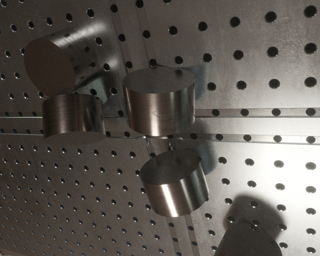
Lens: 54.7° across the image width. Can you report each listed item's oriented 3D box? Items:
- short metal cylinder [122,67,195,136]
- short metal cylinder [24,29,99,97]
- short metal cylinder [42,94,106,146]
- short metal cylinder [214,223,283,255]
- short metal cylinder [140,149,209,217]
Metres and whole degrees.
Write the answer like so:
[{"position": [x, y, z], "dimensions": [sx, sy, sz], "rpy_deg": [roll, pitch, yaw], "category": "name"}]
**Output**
[{"position": [0.000, -0.033, 0.354], "dimensions": [0.080, 0.080, 0.050], "rpy_deg": [11, 123, 22], "category": "short metal cylinder"}, {"position": [-0.129, -0.084, 0.409], "dimensions": [0.080, 0.050, 0.079], "rpy_deg": [13, 124, 20], "category": "short metal cylinder"}, {"position": [-0.116, -0.009, 0.420], "dimensions": [0.080, 0.080, 0.050], "rpy_deg": [-18, 73, 35], "category": "short metal cylinder"}, {"position": [0.118, 0.179, 0.424], "dimensions": [0.080, 0.080, 0.050], "rpy_deg": [23, 127, 14], "category": "short metal cylinder"}, {"position": [0.019, 0.070, 0.408], "dimensions": [0.080, 0.080, 0.050], "rpy_deg": [-4, 116, 30], "category": "short metal cylinder"}]
